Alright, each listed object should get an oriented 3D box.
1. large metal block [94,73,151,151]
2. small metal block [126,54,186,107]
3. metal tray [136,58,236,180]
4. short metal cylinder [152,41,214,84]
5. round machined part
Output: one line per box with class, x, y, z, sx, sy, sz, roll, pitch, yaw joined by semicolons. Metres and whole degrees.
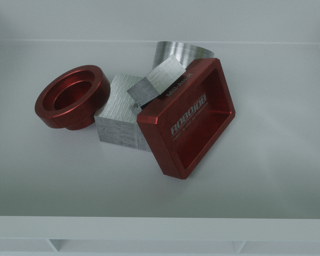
large metal block;-0.029;-0.021;0.404;0.080;0.050;0.080;11;51;9
small metal block;-0.005;-0.055;0.366;0.025;0.050;0.050;51;59;-10
metal tray;0.038;-0.014;0.372;0.030;0.090;0.131;8;44;43
short metal cylinder;0.031;-0.085;0.431;0.080;0.080;0.050;13;95;10
round machined part;-0.108;-0.035;0.405;0.098;0.042;0.098;-16;42;15
